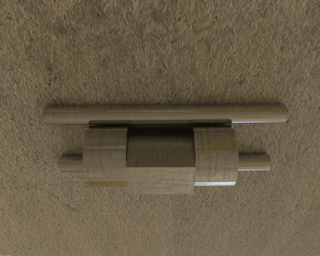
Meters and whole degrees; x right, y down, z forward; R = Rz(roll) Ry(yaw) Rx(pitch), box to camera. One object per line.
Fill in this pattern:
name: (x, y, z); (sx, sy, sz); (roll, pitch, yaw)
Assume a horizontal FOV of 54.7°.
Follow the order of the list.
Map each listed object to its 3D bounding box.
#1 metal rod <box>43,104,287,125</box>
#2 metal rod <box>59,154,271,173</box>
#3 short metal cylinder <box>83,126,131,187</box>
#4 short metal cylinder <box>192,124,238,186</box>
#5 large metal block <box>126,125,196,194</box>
metal rod: (0.007, -0.017, 0.394); (0.302, 0.025, 0.025); (0, 130, 0)
metal rod: (0.007, 0.051, 0.453); (0.302, 0.025, 0.025); (0, 130, 0)
short metal cylinder: (-0.065, 0.036, 0.402); (0.050, 0.080, 0.079); (-1, 130, 0)
short metal cylinder: (0.067, 0.035, 0.402); (0.050, 0.080, 0.079); (-1, 130, 0)
large metal block: (0.001, 0.038, 0.402); (0.081, 0.080, 0.050); (0, 130, 0)
